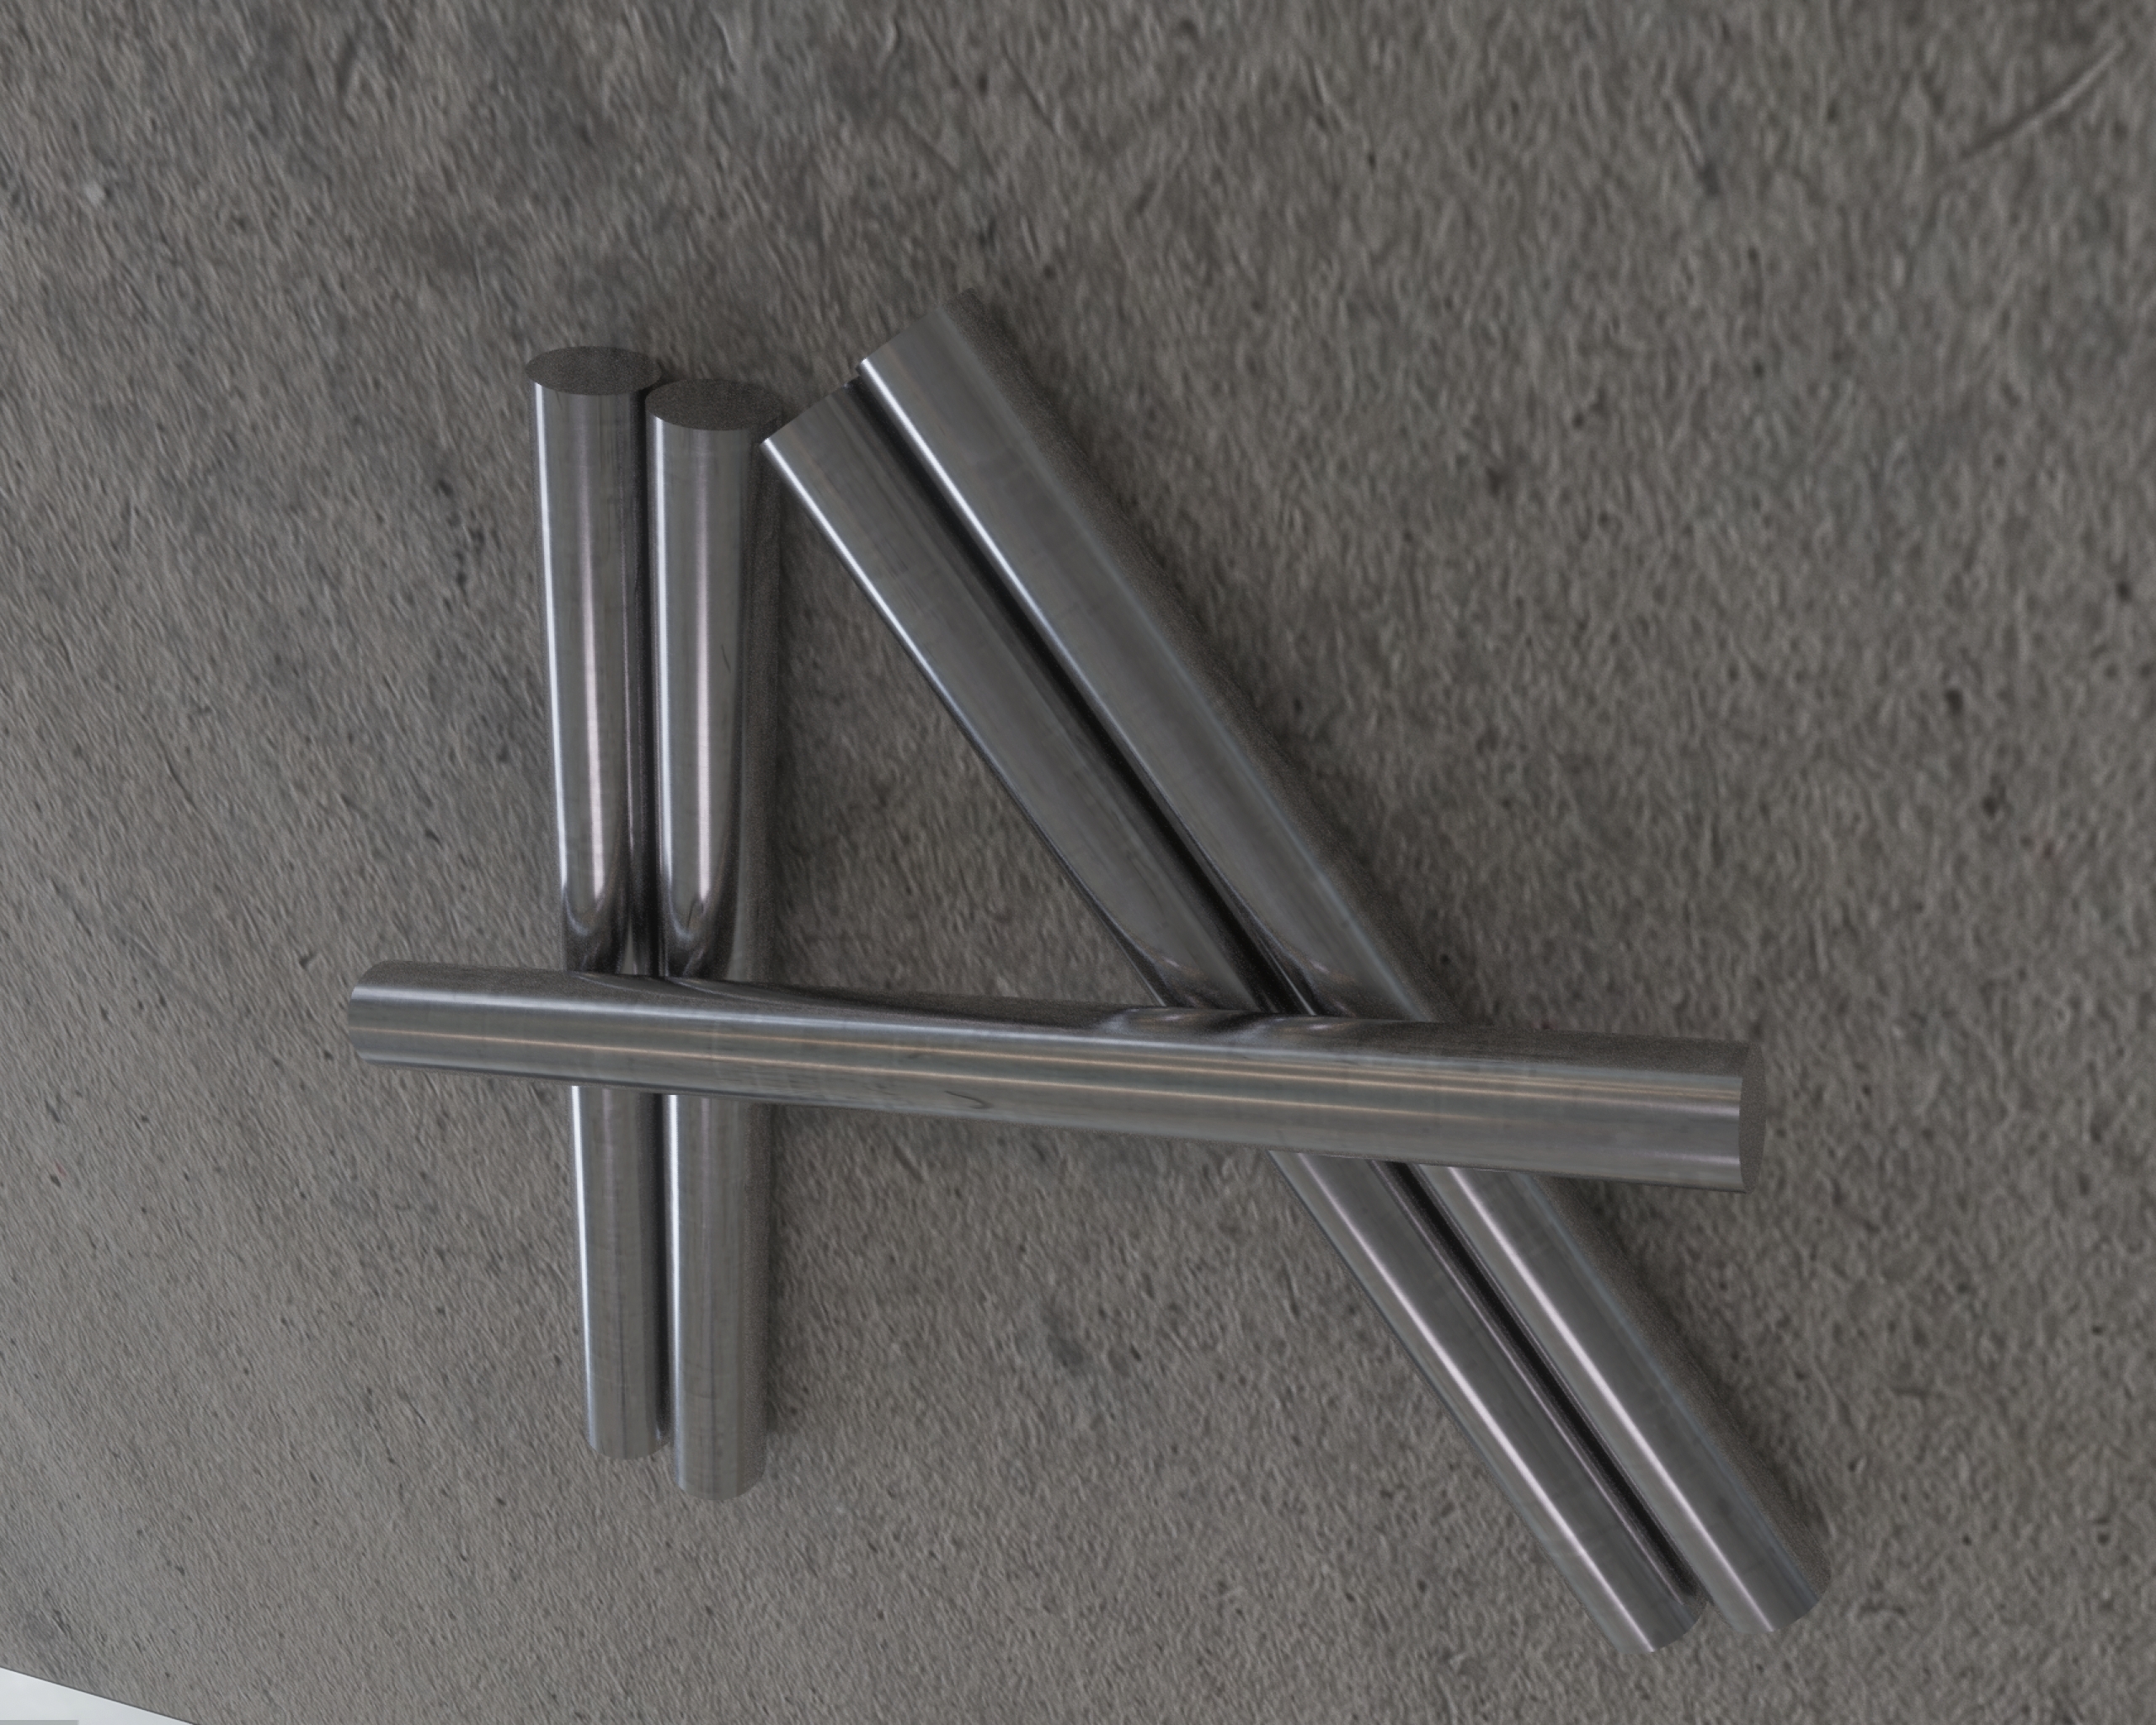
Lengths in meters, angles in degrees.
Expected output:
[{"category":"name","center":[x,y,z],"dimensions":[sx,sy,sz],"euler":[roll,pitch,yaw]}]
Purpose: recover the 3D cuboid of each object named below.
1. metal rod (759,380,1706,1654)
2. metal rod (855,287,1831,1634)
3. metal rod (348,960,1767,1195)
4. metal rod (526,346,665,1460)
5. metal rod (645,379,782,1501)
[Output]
[{"category":"metal rod","center":[0.037,0.037,0.410],"dimensions":[0.025,0.025,0.299],"euler":[-27,104,37]},{"category":"metal rod","center":[0.056,0.027,0.393],"dimensions":[0.025,0.025,0.299],"euler":[-27,104,37]},{"category":"metal rod","center":[-0.024,0.038,0.408],"dimensions":[0.300,0.025,0.025],"euler":[1,119,27]},{"category":"metal rod","center":[-0.106,0.029,0.480],"dimensions":[0.025,0.025,0.298],"euler":[19,126,17]},{"category":"metal rod","center":[-0.082,0.037,0.472],"dimensions":[0.025,0.025,0.298],"euler":[19,126,17]}]
